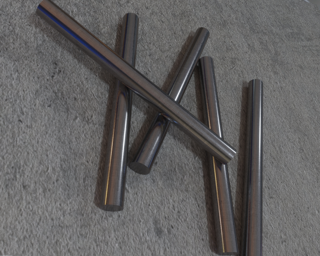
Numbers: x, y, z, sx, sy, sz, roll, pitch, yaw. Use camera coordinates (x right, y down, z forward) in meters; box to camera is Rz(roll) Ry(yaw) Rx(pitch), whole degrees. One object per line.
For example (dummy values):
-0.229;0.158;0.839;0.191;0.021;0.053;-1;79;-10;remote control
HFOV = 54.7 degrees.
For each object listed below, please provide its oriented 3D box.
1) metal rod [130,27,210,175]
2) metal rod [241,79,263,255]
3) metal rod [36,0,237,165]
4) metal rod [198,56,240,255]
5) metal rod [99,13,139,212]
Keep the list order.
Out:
0.026;-0.060;0.455;0.025;0.025;0.301;32;51;-8;metal rod
0.138;0.040;0.455;0.025;0.025;0.300;25;53;-14;metal rod
-0.027;-0.056;0.391;0.300;0.025;0.025;39;51;-2;metal rod
0.077;0.018;0.436;0.025;0.025;0.299;13;56;-22;metal rod
-0.048;-0.043;0.405;0.025;0.025;0.299;15;56;-21;metal rod
